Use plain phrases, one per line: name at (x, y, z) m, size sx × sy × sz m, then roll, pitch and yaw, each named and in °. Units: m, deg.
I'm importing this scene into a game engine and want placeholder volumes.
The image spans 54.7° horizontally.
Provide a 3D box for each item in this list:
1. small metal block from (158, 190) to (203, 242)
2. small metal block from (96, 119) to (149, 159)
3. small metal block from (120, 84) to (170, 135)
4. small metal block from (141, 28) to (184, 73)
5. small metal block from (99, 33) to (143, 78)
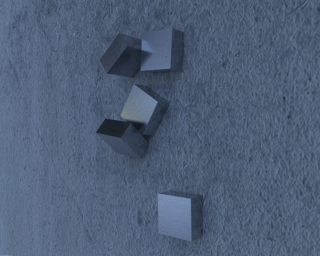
small metal block at (0.025, 0.107, 0.384) m, size 0.050 × 0.025 × 0.050 m, roll -1°, pitch 89°, yaw 40°
small metal block at (-0.051, 0.014, 0.428) m, size 0.050 × 0.050 × 0.025 m, roll 9°, pitch 59°, yaw 39°
small metal block at (-0.021, -0.025, 0.422) m, size 0.050 × 0.025 × 0.050 m, roll 39°, pitch 114°, yaw 33°
small metal block at (0.003, -0.099, 0.403) m, size 0.050 × 0.025 × 0.050 m, roll 5°, pitch 93°, yaw 40°
small metal block at (-0.046, -0.098, 0.427) m, size 0.050 × 0.050 × 0.025 m, roll -45°, pitch 63°, yaw 31°
